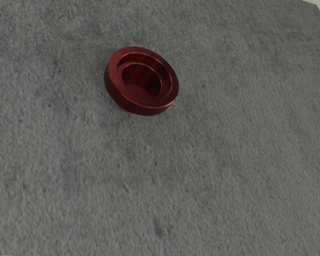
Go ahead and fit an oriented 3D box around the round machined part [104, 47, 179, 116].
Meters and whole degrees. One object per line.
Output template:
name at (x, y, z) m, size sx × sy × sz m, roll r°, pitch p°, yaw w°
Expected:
round machined part at (-0.028, -0.058, 0.414) m, size 0.099 × 0.042 × 0.098 m, roll 14°, pitch 56°, yaw -21°
